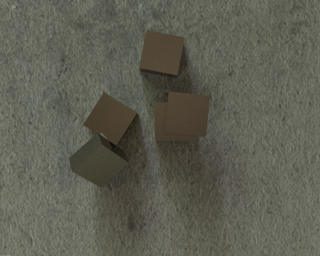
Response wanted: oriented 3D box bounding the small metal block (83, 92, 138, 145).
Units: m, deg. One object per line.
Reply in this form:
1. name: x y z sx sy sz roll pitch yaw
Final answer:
1. small metal block: -0.064 -0.012 0.409 0.050 0.025 0.050 32 88 -1

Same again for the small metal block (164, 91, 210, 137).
1. small metal block: 0.033 -0.017 0.386 0.050 0.025 0.050 6 90 -1

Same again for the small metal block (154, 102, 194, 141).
1. small metal block: 0.018 -0.008 0.410 0.050 0.025 0.050 -1 90 -1

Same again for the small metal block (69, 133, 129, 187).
1. small metal block: -0.077 0.042 0.393 0.050 0.025 0.050 -41 131 7

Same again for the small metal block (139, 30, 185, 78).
1. small metal block: 0.003 -0.097 0.410 0.050 0.025 0.050 11 90 -1
